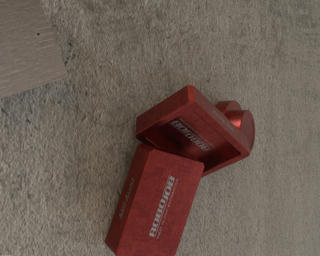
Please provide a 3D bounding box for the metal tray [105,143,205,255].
[{"bbox_3d":[-0.004,0.092,0.383,0.091,0.030,0.129,19,89,-36],"label":"metal tray"}]

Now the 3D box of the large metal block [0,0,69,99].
[{"bbox_3d":[-0.141,-0.069,0.271,0.081,0.050,0.080,-29,108,-37],"label":"large metal block"}]

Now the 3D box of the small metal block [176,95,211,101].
[{"bbox_3d":[0.046,-0.021,0.446,0.050,0.025,0.050,2,89,-40],"label":"small metal block"}]

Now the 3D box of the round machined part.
[{"bbox_3d":[0.116,0.006,0.478,0.099,0.042,0.097,-2,92,-56],"label":"round machined part"}]

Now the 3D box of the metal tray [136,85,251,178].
[{"bbox_3d":[0.044,0.012,0.399,0.130,0.090,0.030,38,35,-34],"label":"metal tray"}]
